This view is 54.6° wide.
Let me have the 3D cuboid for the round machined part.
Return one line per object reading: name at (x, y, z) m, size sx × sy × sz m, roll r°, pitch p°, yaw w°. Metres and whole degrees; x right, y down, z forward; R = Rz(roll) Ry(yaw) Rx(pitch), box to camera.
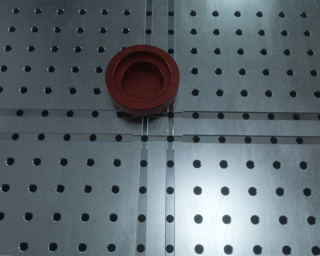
round machined part at (-0.023, -0.061, 0.425) m, size 0.099 × 0.042 × 0.098 m, roll 0°, pitch 70°, yaw 0°
